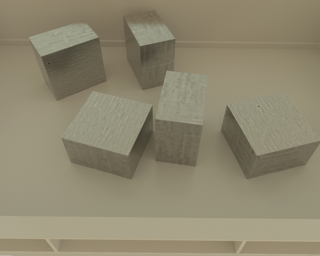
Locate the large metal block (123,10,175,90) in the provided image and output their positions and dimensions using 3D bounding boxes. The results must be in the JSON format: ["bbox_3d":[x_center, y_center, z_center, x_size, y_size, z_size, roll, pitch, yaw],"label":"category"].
[{"bbox_3d":[-0.017,-0.118,0.468,0.050,0.080,0.080,-16,52,-13],"label":"large metal block"}]

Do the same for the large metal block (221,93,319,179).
[{"bbox_3d":[0.132,0.008,0.384,0.081,0.050,0.080,-12,51,-10],"label":"large metal block"}]

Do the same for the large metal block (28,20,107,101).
[{"bbox_3d":[-0.130,-0.097,0.450,0.081,0.080,0.050,-26,55,-21],"label":"large metal block"}]

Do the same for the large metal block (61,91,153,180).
[{"bbox_3d":[-0.060,0.007,0.382,0.080,0.050,0.080,14,51,11],"label":"large metal block"}]

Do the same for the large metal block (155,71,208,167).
[{"bbox_3d":[0.026,-0.011,0.379,0.050,0.080,0.080,8,51,6],"label":"large metal block"}]
